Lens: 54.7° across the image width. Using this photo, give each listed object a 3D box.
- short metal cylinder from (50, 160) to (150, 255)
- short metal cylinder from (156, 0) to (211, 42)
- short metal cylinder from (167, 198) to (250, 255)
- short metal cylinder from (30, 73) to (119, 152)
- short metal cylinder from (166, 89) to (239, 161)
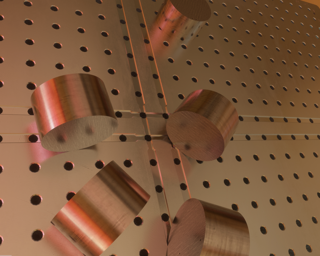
[{"bbox_3d":[-0.055,0.077,0.296,0.050,0.080,0.080,44,51,2],"label":"short metal cylinder"},{"bbox_3d":[0.040,-0.195,0.532,0.081,0.050,0.080,14,56,-21],"label":"short metal cylinder"},{"bbox_3d":[0.048,0.120,0.326,0.050,0.080,0.080,20,54,-16],"label":"short metal cylinder"},{"bbox_3d":[-0.091,-0.014,0.332,0.081,0.080,0.050,-9,67,-32],"label":"short metal cylinder"},{"bbox_3d":[0.055,-0.003,0.404,0.080,0.080,0.050,41,51,-1],"label":"short metal cylinder"}]
